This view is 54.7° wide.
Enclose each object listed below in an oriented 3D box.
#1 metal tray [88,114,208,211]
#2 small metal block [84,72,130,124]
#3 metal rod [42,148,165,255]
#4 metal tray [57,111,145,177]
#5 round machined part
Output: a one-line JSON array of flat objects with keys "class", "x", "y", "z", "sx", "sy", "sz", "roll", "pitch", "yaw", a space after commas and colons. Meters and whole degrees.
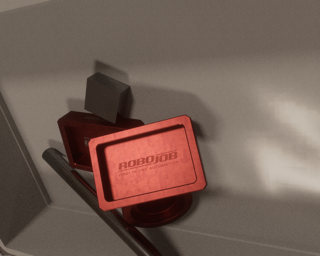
[{"class": "metal tray", "x": -0.015, "y": 0.043, "z": 0.380, "sx": 0.131, "sy": 0.030, "sz": 0.090, "roll": -14, "pitch": 78, "yaw": 8}, {"class": "small metal block", "x": -0.072, "y": -0.041, "z": 0.420, "sx": 0.050, "sy": 0.025, "sz": 0.050, "roll": 25, "pitch": 127, "yaw": 12}, {"class": "metal rod", "x": -0.085, "y": 0.121, "z": 0.467, "sx": 0.300, "sy": 0.025, "sz": 0.025, "roll": 35, "pitch": 131, "yaw": 28}, {"class": "metal tray", "x": -0.084, "y": 0.027, "z": 0.463, "sx": 0.130, "sy": 0.030, "sz": 0.089, "roll": 8, "pitch": 122, "yaw": 23}, {"class": "round machined part", "x": -0.007, "y": 0.096, "z": 0.439, "sx": 0.099, "sy": 0.042, "sz": 0.097, "roll": -9, "pitch": 133, "yaw": -10}]
